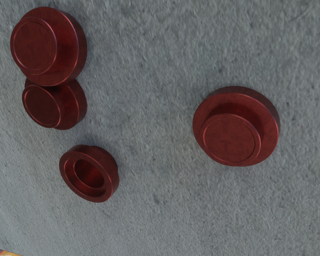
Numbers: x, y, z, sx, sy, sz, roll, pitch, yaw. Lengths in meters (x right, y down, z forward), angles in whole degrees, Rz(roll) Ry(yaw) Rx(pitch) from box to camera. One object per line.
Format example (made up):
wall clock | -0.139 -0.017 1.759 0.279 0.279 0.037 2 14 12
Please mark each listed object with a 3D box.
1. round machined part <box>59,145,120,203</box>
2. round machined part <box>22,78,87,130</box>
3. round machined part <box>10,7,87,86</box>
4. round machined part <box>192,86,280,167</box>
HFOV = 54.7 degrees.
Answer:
round machined part | -0.107 0.067 0.491 0.098 0.042 0.097 13 124 20
round machined part | -0.161 -0.039 0.454 0.098 0.042 0.097 13 124 20
round machined part | -0.145 -0.101 0.388 0.098 0.042 0.097 3 101 18
round machined part | 0.083 0.005 0.354 0.098 0.042 0.097 13 124 20
